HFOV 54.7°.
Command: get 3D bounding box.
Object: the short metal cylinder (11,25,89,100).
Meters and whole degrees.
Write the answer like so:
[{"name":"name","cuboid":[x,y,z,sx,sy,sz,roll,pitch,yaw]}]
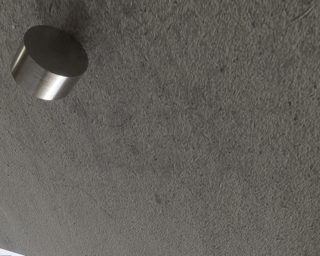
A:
[{"name":"short metal cylinder","cuboid":[-0.139,-0.082,0.394,0.080,0.080,0.050,47,129,-5]}]
